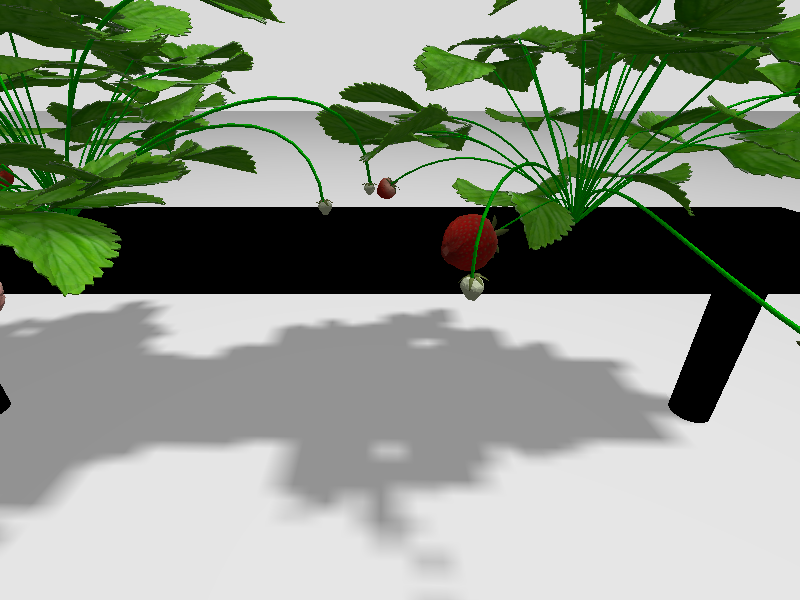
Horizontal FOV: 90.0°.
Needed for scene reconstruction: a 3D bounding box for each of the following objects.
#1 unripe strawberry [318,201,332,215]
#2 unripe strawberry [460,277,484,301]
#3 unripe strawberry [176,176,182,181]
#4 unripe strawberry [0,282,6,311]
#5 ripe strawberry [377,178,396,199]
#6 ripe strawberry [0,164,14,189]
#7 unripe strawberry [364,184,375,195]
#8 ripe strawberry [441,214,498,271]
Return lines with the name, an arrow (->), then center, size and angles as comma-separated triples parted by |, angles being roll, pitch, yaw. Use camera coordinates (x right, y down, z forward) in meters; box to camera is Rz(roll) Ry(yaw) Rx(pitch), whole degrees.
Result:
unripe strawberry -> -0.060, -0.073, 0.321 | 0.011, 0.011, 0.010 | 3, 27, 7
unripe strawberry -> 0.039, -0.006, 0.217 | 0.013, 0.014, 0.014 | 19, 32, 32
unripe strawberry -> -0.291, -0.163, 0.522 | 0.013, 0.014, 0.014 | 1, 27, 1
unripe strawberry -> -0.210, 0.002, 0.190 | 0.033, 0.029, 0.030 | -12, 40, -22
ripe strawberry -> -0.015, -0.123, 0.443 | 0.022, 0.022, 0.020 | -26, 8, 39
ripe strawberry -> -0.475, -0.142, 0.462 | 0.040, 0.039, 0.044 | -3, 20, 39
unripe strawberry -> -0.027, -0.099, 0.358 | 0.010, 0.010, 0.011 | -1, 27, -3
ripe strawberry -> 0.042, -0.036, 0.259 | 0.039, 0.038, 0.036 | -23, 35, -37
